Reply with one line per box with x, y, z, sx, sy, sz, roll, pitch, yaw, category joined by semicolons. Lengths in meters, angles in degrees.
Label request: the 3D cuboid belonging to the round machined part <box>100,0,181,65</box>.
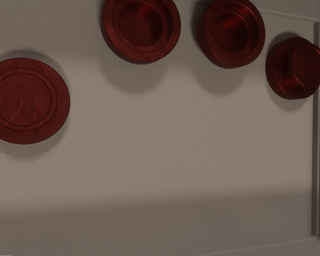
-0.027;-0.129;0.392;0.099;0.042;0.097;0;90;-21;round machined part

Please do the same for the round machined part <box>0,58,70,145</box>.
-0.151;-0.030;0.346;0.099;0.042;0.097;0;90;-21;round machined part

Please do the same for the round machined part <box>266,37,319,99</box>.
0.219;-0.094;0.484;0.099;0.042;0.097;0;90;-21;round machined part

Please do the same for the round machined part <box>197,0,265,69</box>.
0.096;-0.132;0.438;0.099;0.042;0.097;0;90;-21;round machined part
